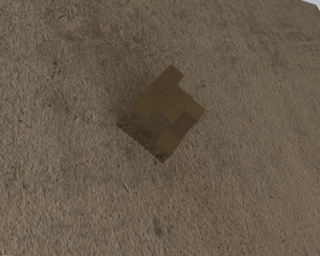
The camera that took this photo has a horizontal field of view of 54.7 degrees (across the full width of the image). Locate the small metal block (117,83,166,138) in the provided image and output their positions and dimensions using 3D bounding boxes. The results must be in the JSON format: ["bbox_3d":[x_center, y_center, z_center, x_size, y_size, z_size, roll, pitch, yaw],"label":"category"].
[{"bbox_3d":[-0.023,-0.021,0.391,0.025,0.050,0.050,40,51,-2],"label":"small metal block"}]

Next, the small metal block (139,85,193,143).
[{"bbox_3d":[0.007,-0.017,0.372,0.025,0.050,0.050,40,51,-2],"label":"small metal block"}]

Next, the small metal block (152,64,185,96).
[{"bbox_3d":[0.002,-0.052,0.423,0.025,0.050,0.050,40,51,-2],"label":"small metal block"}]

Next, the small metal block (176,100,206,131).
[{"bbox_3d":[0.025,-0.020,0.416,0.050,0.050,0.025,40,51,-2],"label":"small metal block"}]

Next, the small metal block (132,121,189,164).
[{"bbox_3d":[0.001,0.009,0.402,0.050,0.025,0.050,40,51,-1],"label":"small metal block"}]
